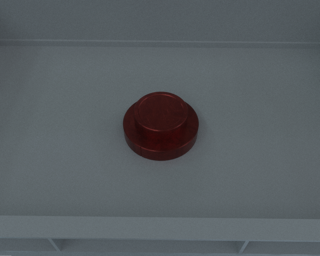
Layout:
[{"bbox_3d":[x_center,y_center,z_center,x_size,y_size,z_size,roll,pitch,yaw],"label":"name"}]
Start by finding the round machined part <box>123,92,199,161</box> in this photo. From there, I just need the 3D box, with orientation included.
[{"bbox_3d":[0.001,-0.009,0.402,0.099,0.042,0.098,0,50,0],"label":"round machined part"}]
